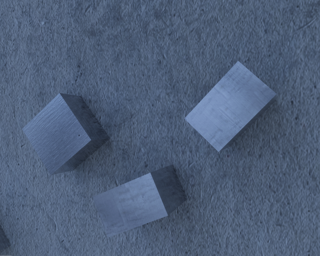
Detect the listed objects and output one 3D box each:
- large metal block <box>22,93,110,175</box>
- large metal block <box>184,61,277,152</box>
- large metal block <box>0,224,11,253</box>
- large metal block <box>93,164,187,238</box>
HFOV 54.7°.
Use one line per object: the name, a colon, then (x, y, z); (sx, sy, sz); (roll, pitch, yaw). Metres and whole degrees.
large metal block: (-0.133, 0.008, 0.443); (0.080, 0.050, 0.080); (-40, 78, 15)
large metal block: (0.083, -0.022, 0.350); (0.050, 0.080, 0.080); (46, 104, 14)
large metal block: (-0.300, 0.175, 0.486); (0.050, 0.080, 0.080); (-37, 78, 16)
large metal block: (-0.022, 0.088, 0.387); (0.080, 0.080, 0.050); (-25, 82, 18)
